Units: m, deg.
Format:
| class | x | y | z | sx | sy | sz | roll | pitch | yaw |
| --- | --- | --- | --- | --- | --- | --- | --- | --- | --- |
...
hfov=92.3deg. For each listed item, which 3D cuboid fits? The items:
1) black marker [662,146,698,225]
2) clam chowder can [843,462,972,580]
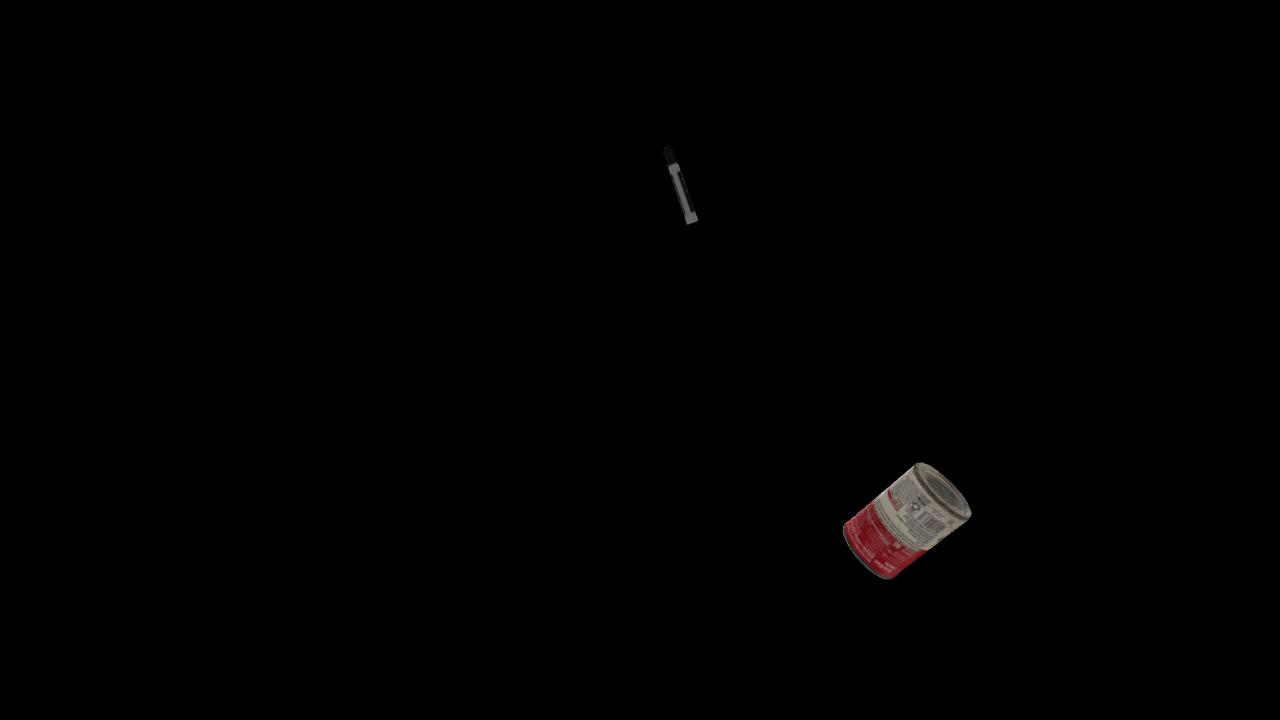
| class | x | y | z | sx | sy | sz | roll | pitch | yaw |
| --- | --- | --- | --- | --- | --- | --- | --- | --- | --- |
| black marker | 0.061 | -0.268 | 0.943 | 0.020 | 0.121 | 0.020 | -20 | 11 | 4 |
| clam chowder can | 0.260 | 0.157 | 0.603 | 0.068 | 0.102 | 0.068 | 28 | 28 | -17 |
